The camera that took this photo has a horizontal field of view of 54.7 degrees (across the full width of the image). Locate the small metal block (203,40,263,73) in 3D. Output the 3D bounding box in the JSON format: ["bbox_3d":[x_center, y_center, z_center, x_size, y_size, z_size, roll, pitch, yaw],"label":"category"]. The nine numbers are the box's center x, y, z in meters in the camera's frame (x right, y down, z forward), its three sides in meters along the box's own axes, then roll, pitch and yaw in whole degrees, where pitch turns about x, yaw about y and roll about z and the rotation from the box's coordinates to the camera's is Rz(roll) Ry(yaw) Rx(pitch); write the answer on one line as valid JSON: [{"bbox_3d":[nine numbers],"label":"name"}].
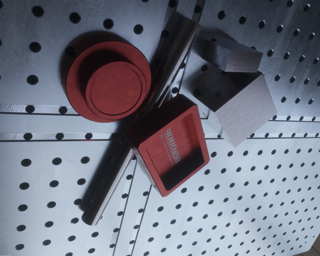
[{"bbox_3d":[0.091,-0.091,0.390,0.050,0.050,0.025,-4,120,-27],"label":"small metal block"}]

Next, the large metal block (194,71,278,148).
[{"bbox_3d":[0.108,-0.032,0.436,0.080,0.050,0.080,-39,130,-2],"label":"large metal block"}]

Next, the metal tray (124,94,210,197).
[{"bbox_3d":[0.016,0.028,0.415,0.090,0.030,0.130,-36,139,-13],"label":"metal tray"}]

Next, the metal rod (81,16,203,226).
[{"bbox_3d":[-0.030,0.003,0.397,0.025,0.025,0.298,17,109,-35],"label":"metal rod"}]

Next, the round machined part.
[{"bbox_3d":[-0.054,-0.048,0.342,0.099,0.042,0.097,-14,125,-21],"label":"round machined part"}]
